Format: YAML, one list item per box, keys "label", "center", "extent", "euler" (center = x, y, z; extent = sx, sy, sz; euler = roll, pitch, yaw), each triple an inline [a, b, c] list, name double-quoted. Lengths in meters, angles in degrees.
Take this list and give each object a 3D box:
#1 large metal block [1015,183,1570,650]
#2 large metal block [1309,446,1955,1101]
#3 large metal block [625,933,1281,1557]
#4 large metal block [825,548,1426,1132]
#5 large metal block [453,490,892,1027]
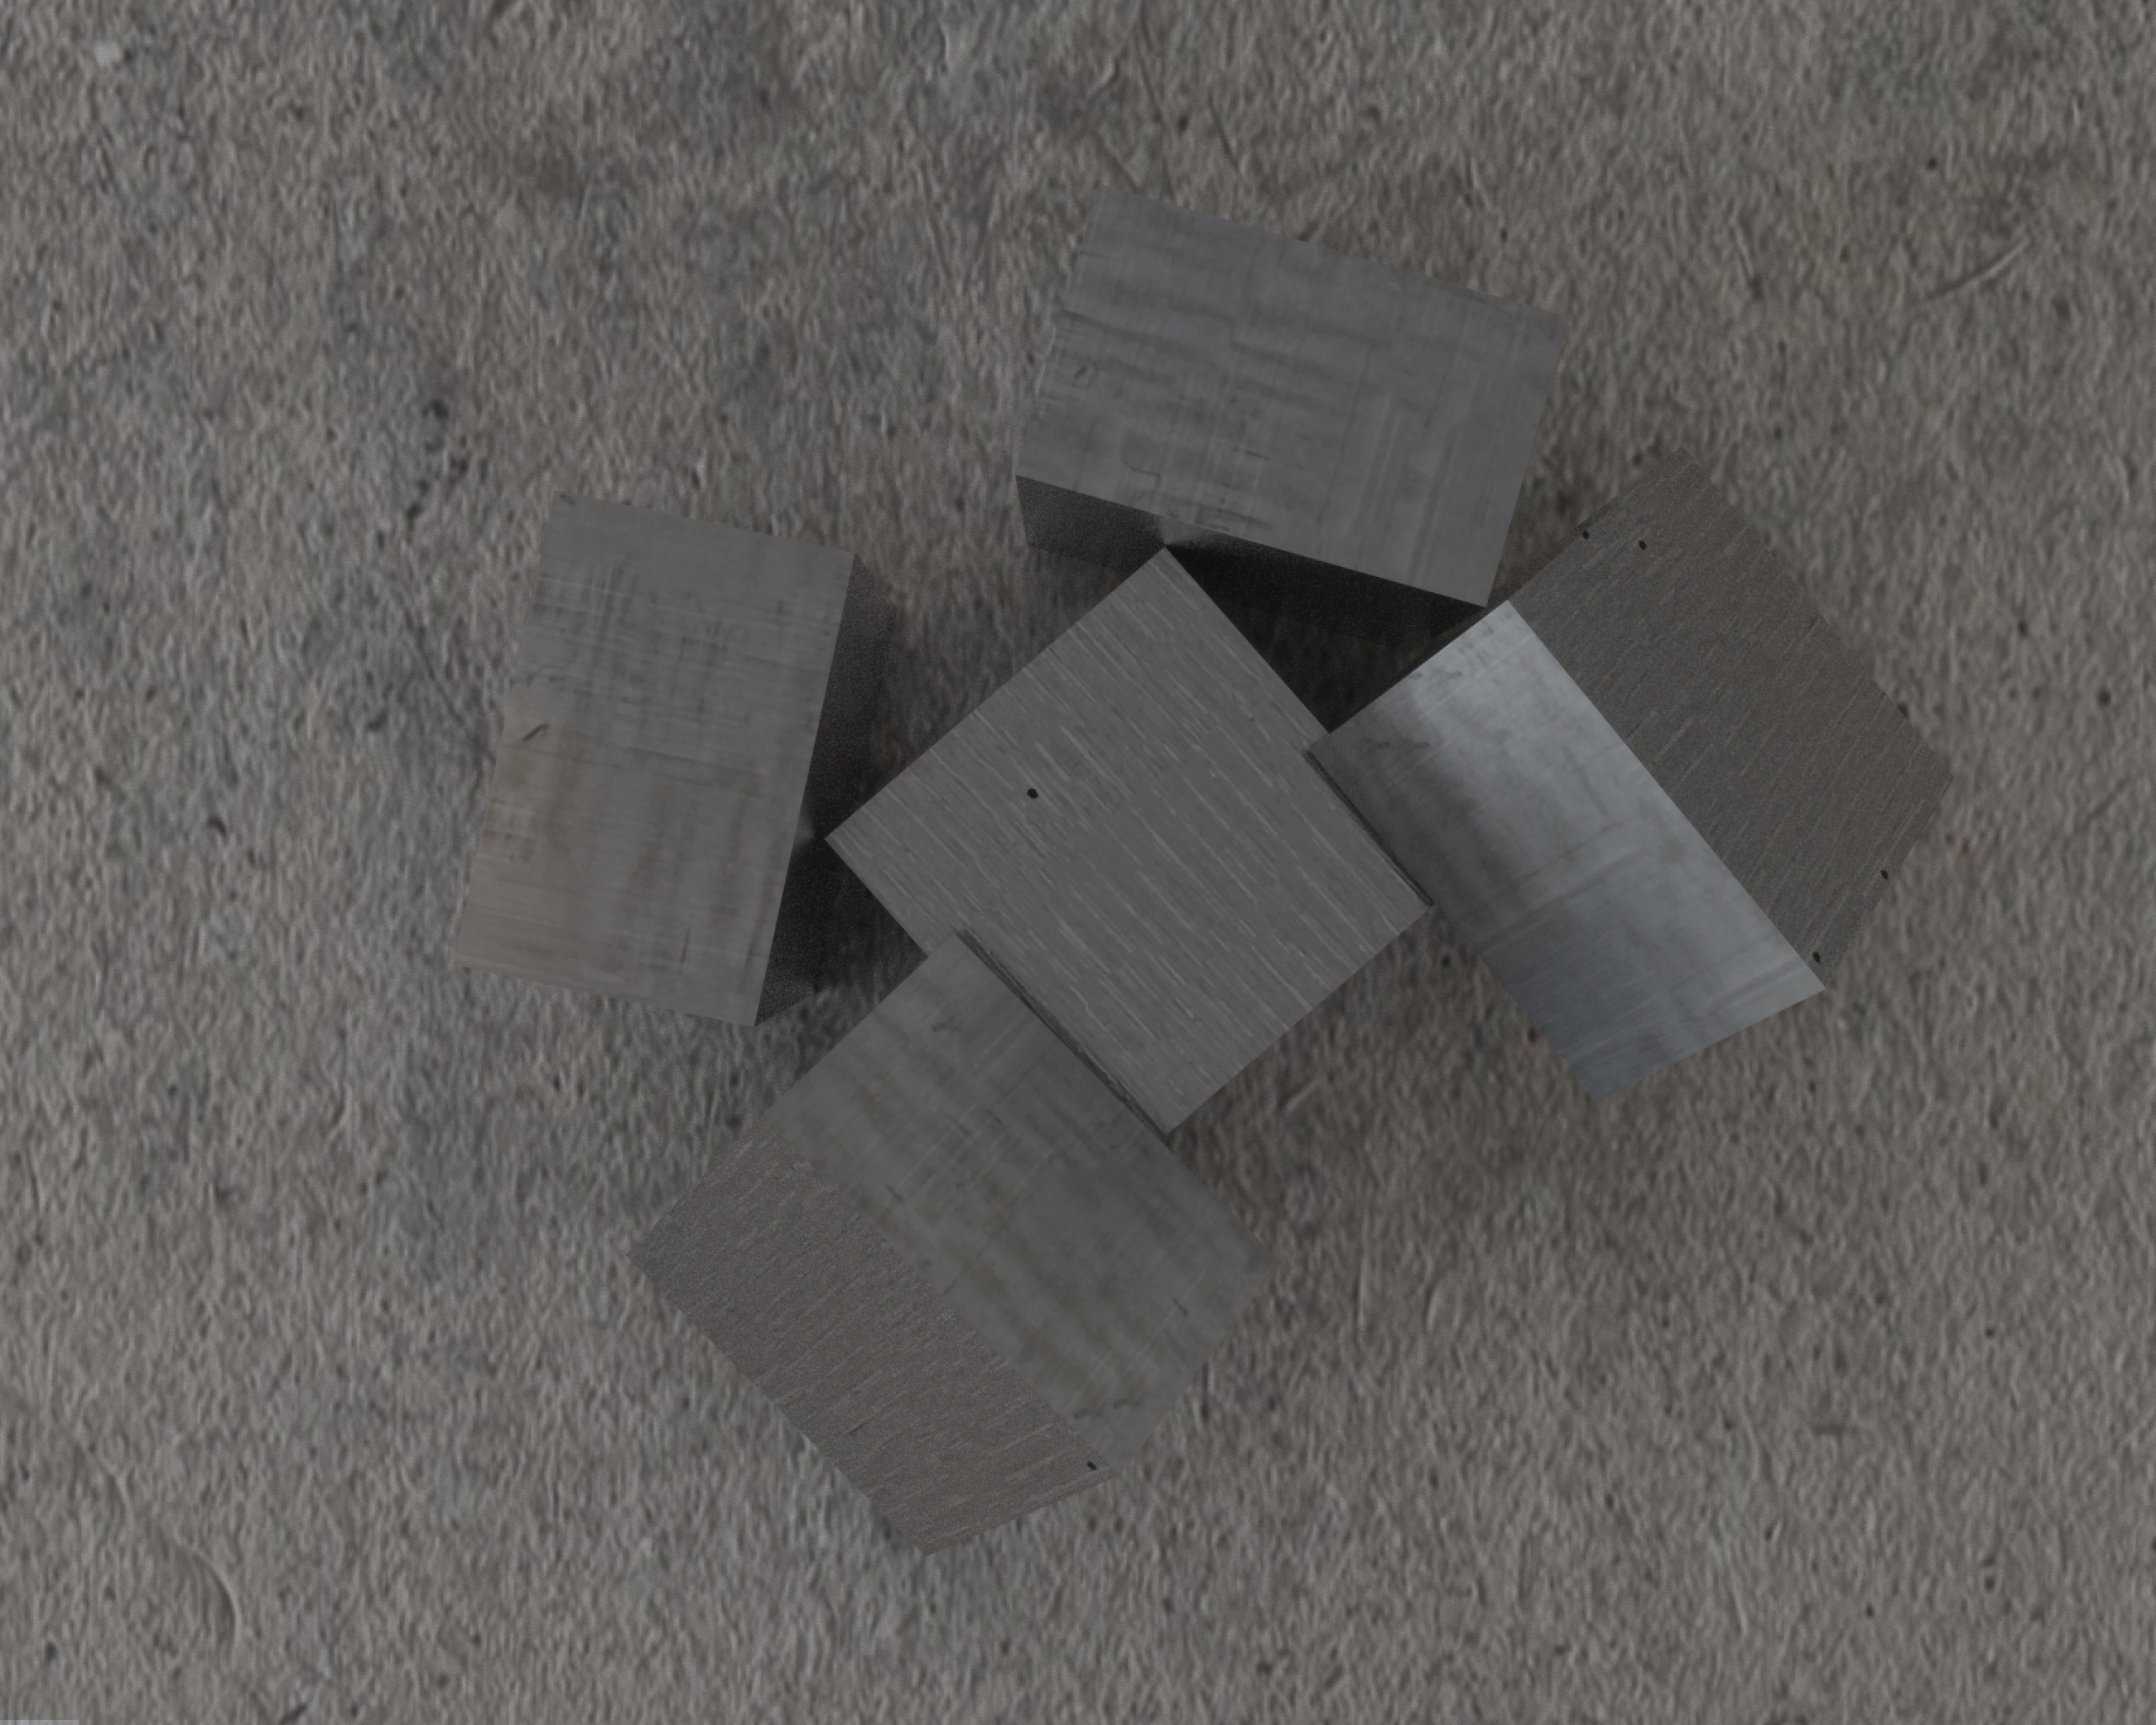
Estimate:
- label: "large metal block"
  center: [0.035, -0.077, 0.383]
  extent: [0.080, 0.080, 0.050]
  euler: [16, 90, 0]
- label: "large metal block"
  center: [0.102, -0.018, 0.377]
  extent: [0.080, 0.050, 0.080]
  euler: [51, 45, 0]
- label: "large metal block"
  center: [-0.025, 0.071, 0.375]
  extent: [0.080, 0.080, 0.050]
  euler: [45, 52, 0]
- label: "large metal block"
  center: [0.012, -0.001, 0.397]
  extent: [0.080, 0.050, 0.080]
  euler: [-41, 90, 0]
- label: "large metal block"
  center: [-0.069, -0.017, 0.382]
  extent: [0.050, 0.080, 0.080]
  euler: [12, 90, 0]
